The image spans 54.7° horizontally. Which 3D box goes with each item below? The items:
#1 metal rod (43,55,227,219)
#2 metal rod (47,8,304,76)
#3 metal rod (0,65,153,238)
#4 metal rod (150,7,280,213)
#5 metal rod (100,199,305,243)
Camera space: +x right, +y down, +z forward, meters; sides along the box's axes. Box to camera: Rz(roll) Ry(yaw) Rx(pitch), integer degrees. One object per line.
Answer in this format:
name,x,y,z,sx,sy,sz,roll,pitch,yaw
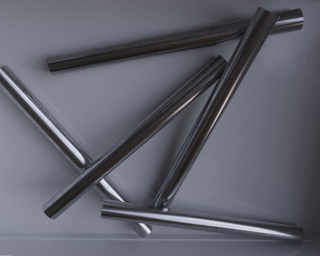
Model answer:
metal rod,-0.033,0.015,0.398,0.300,0.025,0.025,-40,106,6
metal rod,0.015,-0.102,0.373,0.302,0.025,0.025,-10,110,3
metal rod,-0.110,0.042,0.425,0.025,0.025,0.300,-35,107,12
metal rod,0.057,-0.003,0.394,0.025,0.025,0.298,22,115,-8
metal rod,0.068,0.135,0.442,0.302,0.025,0.025,11,110,-12
